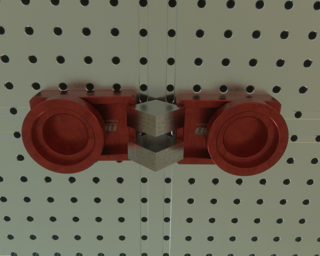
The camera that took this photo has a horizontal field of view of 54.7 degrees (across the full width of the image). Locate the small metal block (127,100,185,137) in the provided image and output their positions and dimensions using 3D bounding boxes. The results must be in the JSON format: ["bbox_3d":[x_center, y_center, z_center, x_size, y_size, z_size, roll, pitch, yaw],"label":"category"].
[{"bbox_3d":[-0.005,-0.014,0.380,0.050,0.050,0.025,19,117,41],"label":"small metal block"}]

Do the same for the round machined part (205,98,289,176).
[{"bbox_3d":[0.107,0.008,0.395,0.099,0.042,0.097,0,110,0],"label":"round machined part"}]

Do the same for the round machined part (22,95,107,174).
[{"bbox_3d":[-0.117,0.005,0.392,0.099,0.042,0.097,0,110,0],"label":"round machined part"}]

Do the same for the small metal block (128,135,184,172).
[{"bbox_3d":[-0.005,0.028,0.394,0.050,0.050,0.025,19,117,41],"label":"small metal block"}]

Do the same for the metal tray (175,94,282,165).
[{"bbox_3d":[0.086,0.003,0.413,0.131,0.030,0.089,1,110,-1],"label":"metal tray"}]

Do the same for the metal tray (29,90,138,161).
[{"bbox_3d":[-0.095,-0.002,0.410,0.131,0.030,0.089,-1,112,0],"label":"metal tray"}]
